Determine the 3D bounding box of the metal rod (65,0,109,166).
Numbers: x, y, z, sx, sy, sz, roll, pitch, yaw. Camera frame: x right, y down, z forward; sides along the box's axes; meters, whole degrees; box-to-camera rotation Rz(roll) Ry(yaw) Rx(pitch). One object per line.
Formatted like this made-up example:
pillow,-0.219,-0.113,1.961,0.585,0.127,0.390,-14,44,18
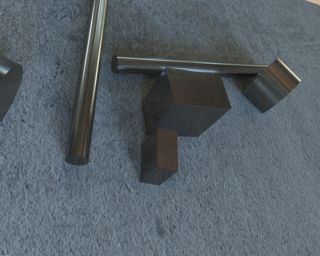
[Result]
metal rod,-0.090,-0.093,0.411,0.025,0.025,0.299,13,56,-21

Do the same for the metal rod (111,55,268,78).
metal rod,0.069,-0.096,0.498,0.303,0.025,0.025,-4,64,-30

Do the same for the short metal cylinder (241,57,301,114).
short metal cylinder,0.180,-0.069,0.508,0.050,0.080,0.080,47,51,4

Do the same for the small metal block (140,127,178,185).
small metal block,-0.002,0.034,0.366,0.025,0.050,0.050,14,56,-21

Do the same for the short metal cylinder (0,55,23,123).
short metal cylinder,-0.176,-0.037,0.296,0.050,0.080,0.080,26,53,-12

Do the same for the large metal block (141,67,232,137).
large metal block,0.031,-0.029,0.403,0.081,0.080,0.050,3,61,-27
